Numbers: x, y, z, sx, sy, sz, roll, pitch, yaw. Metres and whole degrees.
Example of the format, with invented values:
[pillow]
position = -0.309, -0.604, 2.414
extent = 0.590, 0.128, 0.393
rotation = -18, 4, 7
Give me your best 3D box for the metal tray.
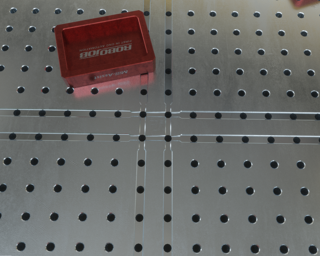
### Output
[metal tray]
position = -0.079, -0.116, 0.450
extent = 0.131, 0.030, 0.090
rotation = -12, 71, -5
